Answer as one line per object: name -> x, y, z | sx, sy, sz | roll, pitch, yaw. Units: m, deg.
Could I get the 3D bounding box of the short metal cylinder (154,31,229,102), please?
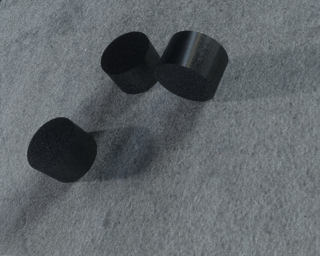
short metal cylinder -> 0.040, -0.076, 0.394 | 0.080, 0.080, 0.050 | 13, 68, 33

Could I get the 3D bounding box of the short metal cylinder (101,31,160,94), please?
short metal cylinder -> -0.041, -0.098, 0.468 | 0.080, 0.050, 0.080 | -13, 56, 20

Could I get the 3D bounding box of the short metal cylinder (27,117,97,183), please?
short metal cylinder -> -0.138, 0.031, 0.439 | 0.080, 0.050, 0.080 | -13, 56, 20
